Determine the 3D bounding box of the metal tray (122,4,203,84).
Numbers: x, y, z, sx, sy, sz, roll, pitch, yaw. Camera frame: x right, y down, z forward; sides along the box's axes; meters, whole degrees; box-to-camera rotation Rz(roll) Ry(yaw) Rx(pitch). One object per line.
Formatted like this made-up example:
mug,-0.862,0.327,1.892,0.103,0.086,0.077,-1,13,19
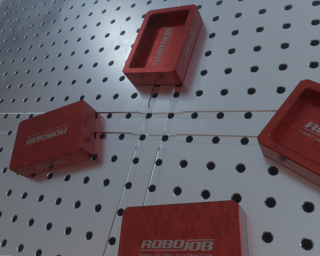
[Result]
metal tray,0.005,-0.129,0.479,0.090,0.030,0.130,5,64,30

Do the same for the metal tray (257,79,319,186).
metal tray,0.177,0.014,0.303,0.130,0.030,0.090,33,80,38

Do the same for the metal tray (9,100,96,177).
metal tray,-0.165,0.017,0.479,0.130,0.030,0.090,-16,55,18

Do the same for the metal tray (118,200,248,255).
metal tray,0.021,0.126,0.316,0.130,0.030,0.090,-10,58,22
